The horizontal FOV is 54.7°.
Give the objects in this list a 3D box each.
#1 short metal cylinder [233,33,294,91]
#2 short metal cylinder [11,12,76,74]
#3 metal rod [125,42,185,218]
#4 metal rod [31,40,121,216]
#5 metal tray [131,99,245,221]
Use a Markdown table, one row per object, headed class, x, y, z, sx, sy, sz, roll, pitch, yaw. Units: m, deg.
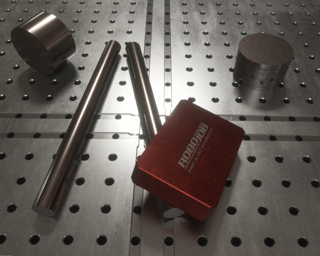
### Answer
| class | x | y | z | sx | sy | sz | roll | pitch | yaw |
| --- | --- | --- | --- | --- | --- | --- | --- | --- | --- |
| short metal cylinder | 0.158 | -0.103 | 0.480 | 0.081 | 0.050 | 0.080 | 0 | 50 | 0 |
| short metal cylinder | -0.179 | -0.130 | 0.479 | 0.080 | 0.080 | 0.050 | 24 | 54 | 18 |
| metal rod | -0.015 | -0.022 | 0.425 | 0.025 | 0.025 | 0.300 | -9 | 51 | -8 |
| metal rod | -0.101 | -0.024 | 0.426 | 0.025 | 0.025 | 0.300 | 7 | 50 | 5 |
| metal tray | 0.037 | 0.029 | 0.357 | 0.090 | 0.030 | 0.131 | 28 | 46 | 7 |
